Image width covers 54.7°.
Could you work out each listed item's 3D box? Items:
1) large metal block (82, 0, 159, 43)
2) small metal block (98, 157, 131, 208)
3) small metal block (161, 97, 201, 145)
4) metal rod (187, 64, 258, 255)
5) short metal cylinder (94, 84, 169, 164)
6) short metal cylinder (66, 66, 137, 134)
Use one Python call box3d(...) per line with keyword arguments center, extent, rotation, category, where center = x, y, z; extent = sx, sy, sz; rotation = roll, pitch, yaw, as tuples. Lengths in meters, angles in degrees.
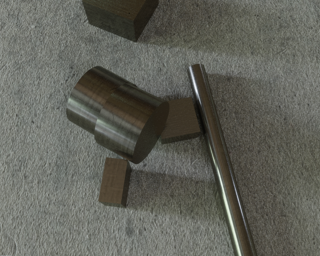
box3d(center=(-0.056, -0.187, 0.463), extent=(0.080, 0.050, 0.080), rotation=(24, 72, 8), category="large metal block")
box3d(center=(-0.052, 0.067, 0.370), extent=(0.025, 0.050, 0.050), rotation=(6, 70, 2), category="small metal block")
box3d(center=(0.022, -0.009, 0.412), extent=(0.050, 0.025, 0.050), rotation=(-11, 71, -4), category="small metal block")
box3d(center=(0.079, 0.054, 0.389), extent=(0.025, 0.025, 0.299), rotation=(-10, 70, -4), category="metal rod")
box3d(center=(-0.031, -0.005, 0.360), extent=(0.050, 0.080, 0.080), rotation=(27, 72, 15), category="short metal cylinder")
box3d(center=(-0.071, -0.031, 0.390), extent=(0.050, 0.080, 0.080), rotation=(29, 73, 10), category="short metal cylinder")
